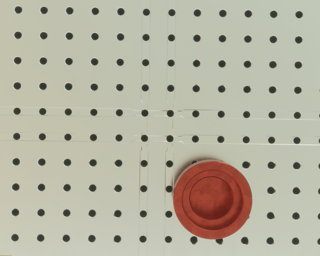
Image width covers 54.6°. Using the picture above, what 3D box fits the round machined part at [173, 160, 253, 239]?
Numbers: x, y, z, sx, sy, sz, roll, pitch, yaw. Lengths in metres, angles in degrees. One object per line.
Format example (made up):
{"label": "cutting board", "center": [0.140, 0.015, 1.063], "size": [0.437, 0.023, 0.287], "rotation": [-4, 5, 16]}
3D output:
{"label": "round machined part", "center": [0.066, 0.090, 0.405], "size": [0.099, 0.042, 0.097], "rotation": [0, 90, 0]}
